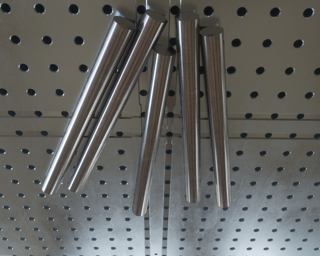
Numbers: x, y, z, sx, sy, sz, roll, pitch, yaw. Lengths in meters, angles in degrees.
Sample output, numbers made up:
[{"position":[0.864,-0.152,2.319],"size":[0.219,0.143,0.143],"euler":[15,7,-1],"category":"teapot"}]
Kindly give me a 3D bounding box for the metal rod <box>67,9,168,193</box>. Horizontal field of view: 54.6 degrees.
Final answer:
[{"position":[-0.068,-0.011,0.402],"size":[0.025,0.025,0.298],"euler":[20,127,-16],"category":"metal rod"}]

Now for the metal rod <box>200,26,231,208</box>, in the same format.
[{"position":[0.080,0.010,0.420],"size":[0.025,0.025,0.299],"euler":[-8,130,6],"category":"metal rod"}]

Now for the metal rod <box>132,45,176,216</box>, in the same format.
[{"position":[-0.015,0.028,0.435],"size":[0.025,0.025,0.298],"euler":[6,130,-5],"category":"metal rod"}]

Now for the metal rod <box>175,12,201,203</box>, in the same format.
[{"position":[0.041,0.000,0.412],"size":[0.025,0.025,0.298],"euler":[-4,130,3],"category":"metal rod"}]

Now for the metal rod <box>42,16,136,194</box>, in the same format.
[{"position":[-0.105,-0.007,0.404],"size":[0.025,0.025,0.298],"euler":[22,127,-17],"category":"metal rod"}]
